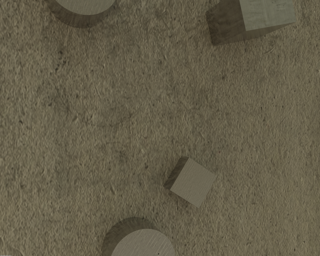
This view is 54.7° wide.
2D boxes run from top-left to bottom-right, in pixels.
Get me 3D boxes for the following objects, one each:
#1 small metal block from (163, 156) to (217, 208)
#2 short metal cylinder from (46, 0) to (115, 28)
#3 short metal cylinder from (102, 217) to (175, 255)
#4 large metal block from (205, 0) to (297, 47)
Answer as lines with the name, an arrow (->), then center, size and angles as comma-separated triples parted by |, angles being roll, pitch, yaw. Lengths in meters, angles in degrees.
small metal block -> 0.041, 0.073, 0.425 | 0.050, 0.025, 0.050 | 35, 79, -17
short metal cylinder -> -0.092, -0.164, 0.362 | 0.081, 0.050, 0.080 | 0, 90, -20
short metal cylinder -> -0.028, 0.158, 0.386 | 0.081, 0.050, 0.080 | 0, 90, -20
large metal block -> 0.121, -0.152, 0.425 | 0.081, 0.080, 0.050 | -16, 96, -19
